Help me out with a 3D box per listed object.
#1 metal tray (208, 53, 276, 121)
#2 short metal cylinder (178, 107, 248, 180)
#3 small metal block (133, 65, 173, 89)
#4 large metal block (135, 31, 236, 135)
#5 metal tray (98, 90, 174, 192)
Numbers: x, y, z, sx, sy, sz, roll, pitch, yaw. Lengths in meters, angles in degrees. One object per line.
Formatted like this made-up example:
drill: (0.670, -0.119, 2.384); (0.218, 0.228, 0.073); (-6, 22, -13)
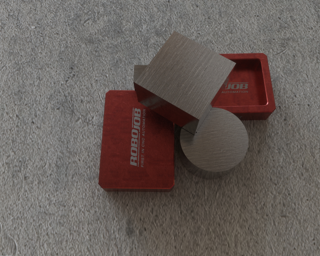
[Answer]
metal tray: (0.084, -0.056, 0.428); (0.131, 0.030, 0.090); (-1, 70, -1)
short metal cylinder: (0.064, 0.021, 0.389); (0.080, 0.050, 0.080); (0, 70, 0)
small metal block: (-0.008, -0.061, 0.418); (0.050, 0.050, 0.025); (1, 70, 0)
large metal block: (0.029, -0.052, 0.361); (0.080, 0.050, 0.080); (31, 73, 10)
metal tray: (-0.027, 0.016, 0.402); (0.091, 0.030, 0.130); (1, 70, 0)
